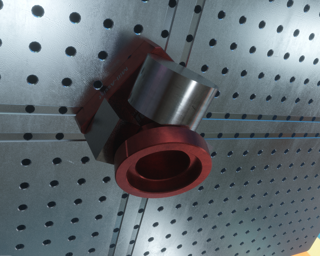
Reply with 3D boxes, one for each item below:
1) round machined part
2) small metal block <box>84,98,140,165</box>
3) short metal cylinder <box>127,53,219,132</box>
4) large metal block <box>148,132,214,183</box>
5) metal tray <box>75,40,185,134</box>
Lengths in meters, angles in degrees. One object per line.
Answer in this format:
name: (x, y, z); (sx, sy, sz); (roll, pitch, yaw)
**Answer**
round machined part: (0.001, 0.030, 0.324); (0.099, 0.042, 0.097); (-6, 138, -5)
small metal block: (-0.052, 0.003, 0.329); (0.025, 0.050, 0.050); (21, 107, -36)
short metal cylinder: (0.013, -0.037, 0.322); (0.081, 0.080, 0.050); (14, 111, -34)
large metal block: (0.019, 0.033, 0.404); (0.080, 0.050, 0.080); (-47, 160, 4)
metal tray: (-0.026, -0.029, 0.378); (0.130, 0.030, 0.090); (-47, 130, 4)
